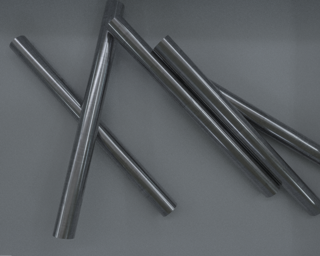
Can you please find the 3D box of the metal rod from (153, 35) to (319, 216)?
[{"bbox_3d":[0.105,0.002,0.395,0.025,0.025,0.300,-44,97,0],"label":"metal rod"}]

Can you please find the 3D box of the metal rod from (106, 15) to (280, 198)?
[{"bbox_3d":[0.046,-0.023,0.397,0.025,0.025,0.300,-44,96,0],"label":"metal rod"}]

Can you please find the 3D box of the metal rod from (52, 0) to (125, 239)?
[{"bbox_3d":[-0.086,-0.018,0.386,0.025,0.025,0.299,11,80,-1],"label":"metal rod"}]

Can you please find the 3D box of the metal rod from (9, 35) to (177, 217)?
[{"bbox_3d":[-0.087,-0.002,0.410,0.025,0.025,0.300,-42,91,0],"label":"metal rod"}]

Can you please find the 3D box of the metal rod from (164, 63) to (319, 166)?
[{"bbox_3d":[0.133,-0.011,0.413,0.301,0.025,0.025,31,90,-1],"label":"metal rod"}]
